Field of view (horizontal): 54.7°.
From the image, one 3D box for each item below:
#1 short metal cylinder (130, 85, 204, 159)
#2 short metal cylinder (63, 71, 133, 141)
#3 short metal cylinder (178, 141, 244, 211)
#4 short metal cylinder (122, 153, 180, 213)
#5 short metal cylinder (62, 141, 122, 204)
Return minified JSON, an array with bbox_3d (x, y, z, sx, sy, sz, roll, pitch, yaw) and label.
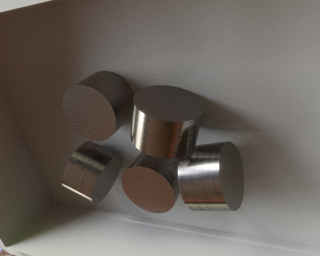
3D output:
[{"bbox_3d":[0.007,-0.009,0.362,0.080,0.080,0.050,20,126,16],"label":"short metal cylinder"},{"bbox_3d":[-0.080,-0.030,0.412,0.080,0.050,0.079,13,124,20],"label":"short metal cylinder"},{"bbox_3d":[0.063,0.059,0.373,0.050,0.080,0.080,-9,114,32],"label":"short metal cylinder"},{"bbox_3d":[-0.006,0.073,0.437,0.080,0.050,0.079,13,124,20],"label":"short metal cylinder"},{"bbox_3d":[-0.099,0.066,0.461,0.050,0.080,0.079,24,127,13],"label":"short metal cylinder"}]
